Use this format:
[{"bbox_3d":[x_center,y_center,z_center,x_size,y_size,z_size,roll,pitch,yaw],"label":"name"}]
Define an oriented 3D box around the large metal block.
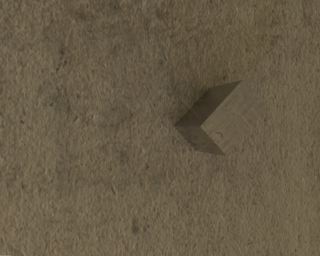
[{"bbox_3d":[0.076,-0.013,0.407,0.080,0.080,0.050,-47,105,-14],"label":"large metal block"}]
